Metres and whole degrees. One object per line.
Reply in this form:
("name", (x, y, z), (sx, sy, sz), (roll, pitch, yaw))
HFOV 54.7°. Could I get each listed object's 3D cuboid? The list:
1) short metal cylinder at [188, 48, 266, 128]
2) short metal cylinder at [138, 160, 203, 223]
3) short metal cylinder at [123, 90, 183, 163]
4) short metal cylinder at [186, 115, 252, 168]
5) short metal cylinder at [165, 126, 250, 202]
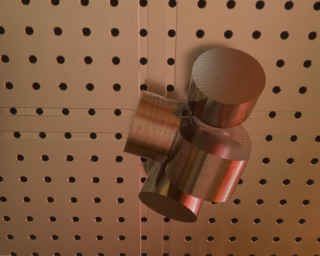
("short metal cylinder", (0.075, -0.046, 0.360), (0.081, 0.080, 0.050), (2, 150, -1))
("short metal cylinder", (0.019, 0.083, 0.408), (0.080, 0.050, 0.080), (19, 149, 12))
("short metal cylinder", (-0.009, -0.002, 0.383), (0.050, 0.080, 0.079), (18, 109, -7))
("short metal cylinder", (0.073, 0.018, 0.406), (0.081, 0.050, 0.079), (0, 109, 0))
("short metal cylinder", (0.052, 0.037, 0.344), (0.080, 0.080, 0.050), (16, 109, -6))
